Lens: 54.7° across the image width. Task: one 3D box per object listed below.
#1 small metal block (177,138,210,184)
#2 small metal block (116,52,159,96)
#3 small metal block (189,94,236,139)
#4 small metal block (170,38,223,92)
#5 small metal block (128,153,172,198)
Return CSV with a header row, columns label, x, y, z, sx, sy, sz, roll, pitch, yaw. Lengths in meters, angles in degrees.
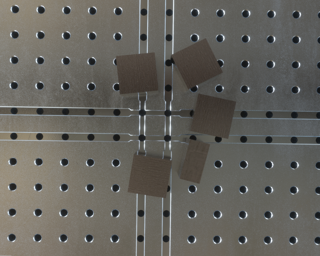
label,x,y,z,sx,sy,sz,roll,pitch,yaw
small metal block,0.042,0.041,0.402,0.025,0.050,0.050,15,90,0
small metal block,-0.030,-0.071,0.413,0.050,0.025,0.050,-6,90,-1
small metal block,0.069,-0.015,0.414,0.050,0.025,0.050,12,90,-1
small metal block,0.048,-0.083,0.414,0.050,0.025,0.050,-26,90,-1
small metal block,-0.013,0.062,0.413,0.050,0.025,0.050,9,90,-1
